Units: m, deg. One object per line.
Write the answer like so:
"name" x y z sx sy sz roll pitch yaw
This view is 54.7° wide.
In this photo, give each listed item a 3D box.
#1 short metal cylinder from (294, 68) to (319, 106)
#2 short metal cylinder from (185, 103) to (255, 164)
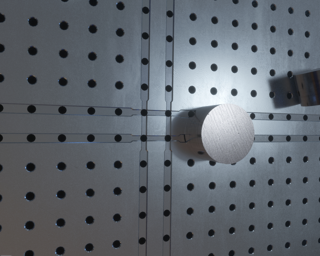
"short metal cylinder" 0.254 -0.067 0.477 0.081 0.080 0.050 -17 96 -19
"short metal cylinder" 0.082 0.007 0.429 0.081 0.050 0.080 0 90 -20
